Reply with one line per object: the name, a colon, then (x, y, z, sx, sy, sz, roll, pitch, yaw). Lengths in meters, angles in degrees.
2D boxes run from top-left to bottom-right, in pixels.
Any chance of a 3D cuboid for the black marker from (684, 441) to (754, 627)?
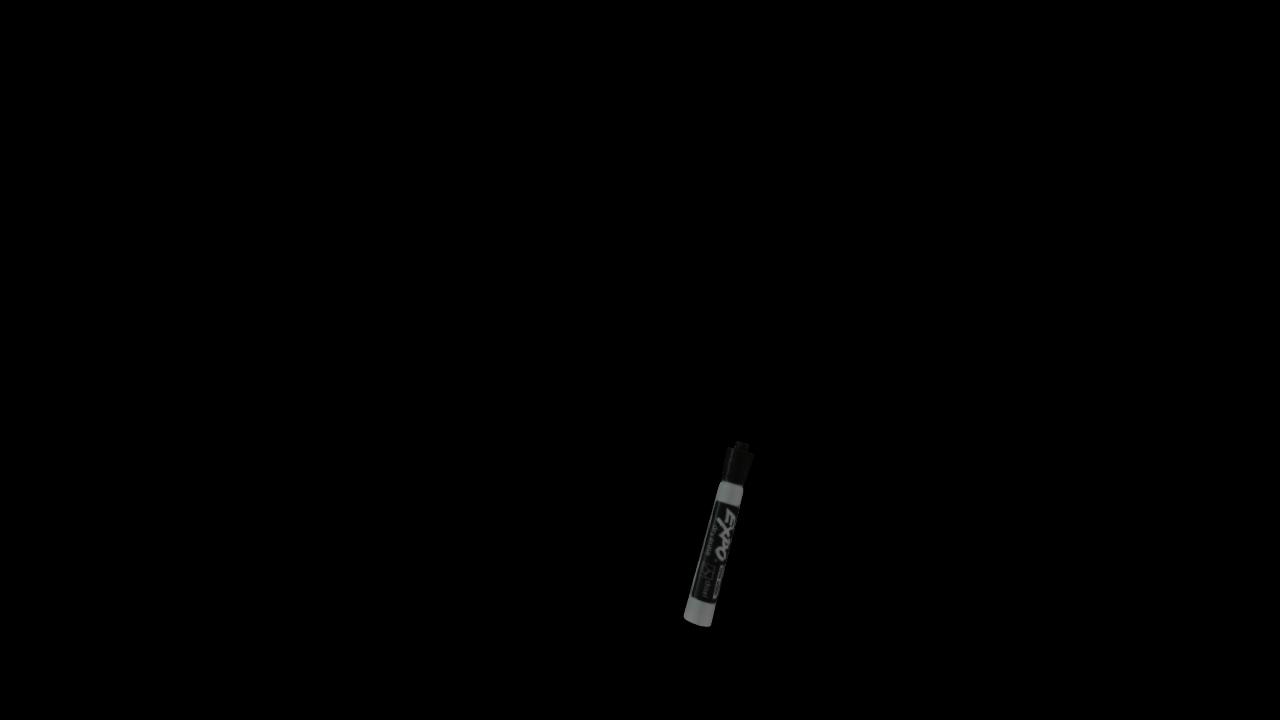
black marker: (0.054, 0.114, 0.411, 0.020, 0.121, 0.020, 16, -8, 2)
